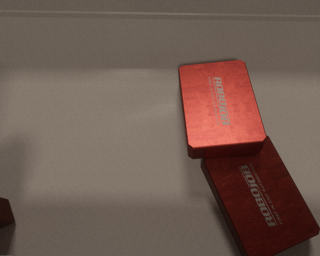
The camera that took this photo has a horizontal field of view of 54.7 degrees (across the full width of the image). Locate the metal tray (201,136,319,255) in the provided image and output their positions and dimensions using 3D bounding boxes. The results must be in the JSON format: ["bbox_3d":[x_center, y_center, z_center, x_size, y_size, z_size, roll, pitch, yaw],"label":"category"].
[{"bbox_3d":[0.118,0.083,0.378,0.091,0.030,0.130,-21,72,-8],"label":"metal tray"}]

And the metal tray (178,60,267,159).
[{"bbox_3d":[0.075,-0.027,0.399,0.091,0.030,0.130,-5,57,2],"label":"metal tray"}]

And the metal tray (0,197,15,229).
[{"bbox_3d":[-0.222,0.098,0.315,0.091,0.130,0.030,-24,72,-9],"label":"metal tray"}]
